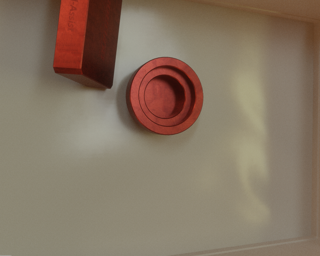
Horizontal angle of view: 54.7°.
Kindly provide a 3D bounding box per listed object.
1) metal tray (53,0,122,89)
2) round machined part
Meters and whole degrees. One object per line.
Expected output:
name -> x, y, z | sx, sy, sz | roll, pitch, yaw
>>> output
metal tray -> -0.076, -0.116, 0.347 | 0.030, 0.090, 0.129 | 6, 88, 11
round machined part -> 0.003, -0.040, 0.404 | 0.099, 0.042, 0.097 | 0, 90, -21
